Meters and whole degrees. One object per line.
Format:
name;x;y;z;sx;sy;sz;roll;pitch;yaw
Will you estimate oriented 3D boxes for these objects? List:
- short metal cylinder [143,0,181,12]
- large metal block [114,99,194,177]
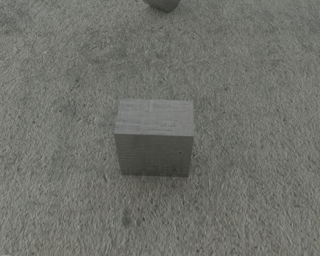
short metal cylinder;0.007;-0.272;0.596;0.050;0.080;0.080;28;55;21
large metal block;-0.005;0.013;0.356;0.080;0.080;0.050;2;50;1
